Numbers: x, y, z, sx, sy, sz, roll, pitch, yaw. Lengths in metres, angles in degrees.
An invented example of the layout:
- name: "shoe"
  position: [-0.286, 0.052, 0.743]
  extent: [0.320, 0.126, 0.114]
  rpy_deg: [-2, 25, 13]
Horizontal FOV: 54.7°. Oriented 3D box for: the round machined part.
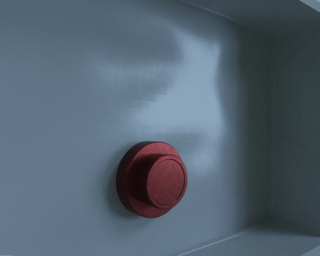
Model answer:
- name: "round machined part"
  position: [-0.003, 0.066, 0.395]
  extent: [0.099, 0.042, 0.097]
  rpy_deg: [0, 90, -40]
